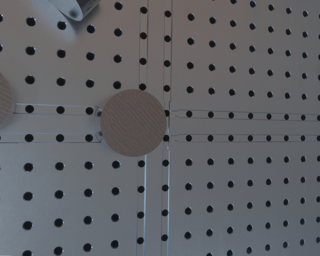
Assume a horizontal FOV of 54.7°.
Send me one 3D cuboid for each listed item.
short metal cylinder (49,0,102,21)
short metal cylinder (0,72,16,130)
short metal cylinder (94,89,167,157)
[{"bbox_3d":[-0.101,-0.169,0.346,0.080,0.080,0.050,43,77,-16],"label":"short metal cylinder"},{"bbox_3d":[-0.198,-0.030,0.326,0.081,0.050,0.079,0,90,-21],"label":"short metal cylinder"},{"bbox_3d":[-0.038,-0.006,0.386,0.081,0.050,0.079,0,90,-20],"label":"short metal cylinder"}]
